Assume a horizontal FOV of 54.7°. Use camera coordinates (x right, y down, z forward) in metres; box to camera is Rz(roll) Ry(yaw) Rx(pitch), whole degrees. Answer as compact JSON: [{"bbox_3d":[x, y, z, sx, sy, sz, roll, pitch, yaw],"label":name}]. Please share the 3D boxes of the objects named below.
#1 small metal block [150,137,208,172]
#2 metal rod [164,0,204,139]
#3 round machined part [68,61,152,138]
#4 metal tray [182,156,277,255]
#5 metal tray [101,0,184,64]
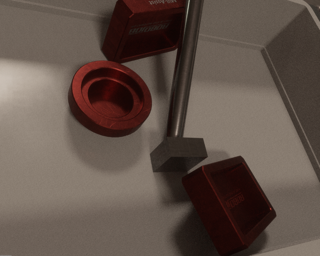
[{"bbox_3d":[0.022,0.034,0.383,0.050,0.050,0.025,3,61,-27],"label":"small metal block"},{"bbox_3d":[0.039,-0.124,0.413,0.025,0.025,0.298,10,86,-23],"label":"metal rod"},{"bbox_3d":[-0.063,-0.031,0.381,0.099,0.042,0.098,14,56,-21],"label":"round machined part"},{"bbox_3d":[0.087,0.084,0.366,0.131,0.030,0.090,-1,59,-57],"label":"metal tray"},{"bbox_3d":[-0.012,-0.143,0.444,0.131,0.089,0.030,-24,70,-37],"label":"metal tray"}]
